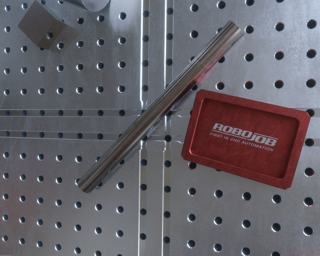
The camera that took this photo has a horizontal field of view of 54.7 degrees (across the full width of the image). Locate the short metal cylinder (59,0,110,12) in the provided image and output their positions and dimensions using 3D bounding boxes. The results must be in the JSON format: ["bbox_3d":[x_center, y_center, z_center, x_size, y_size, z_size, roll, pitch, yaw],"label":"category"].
[{"bbox_3d":[-0.103,-0.205,0.419,0.050,0.080,0.080,24,98,18],"label":"short metal cylinder"}]

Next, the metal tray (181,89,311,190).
[{"bbox_3d":[0.100,0.011,0.374,0.130,0.030,0.089,15,95,19],"label":"metal tray"}]

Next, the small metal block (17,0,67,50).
[{"bbox_3d":[-0.181,-0.157,0.475,0.050,0.025,0.050,44,103,14],"label":"small metal block"}]

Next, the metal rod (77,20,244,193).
[{"bbox_3d":[-0.008,-0.019,0.414,0.299,0.025,0.025,-46,76,14],"label":"metal rod"}]
